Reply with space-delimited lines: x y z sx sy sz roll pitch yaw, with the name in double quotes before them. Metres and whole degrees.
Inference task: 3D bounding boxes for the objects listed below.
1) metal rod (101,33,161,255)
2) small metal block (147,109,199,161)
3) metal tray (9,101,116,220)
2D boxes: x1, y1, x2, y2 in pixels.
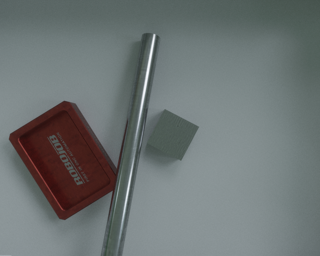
"metal rod" -0.036 0.025 0.388 0.025 0.025 0.299 10 81 -1
"small metal block" 0.017 0.009 0.412 0.050 0.025 0.050 28 90 -1
"metal tray" -0.121 0.041 0.407 0.090 0.030 0.130 -32 90 -1
